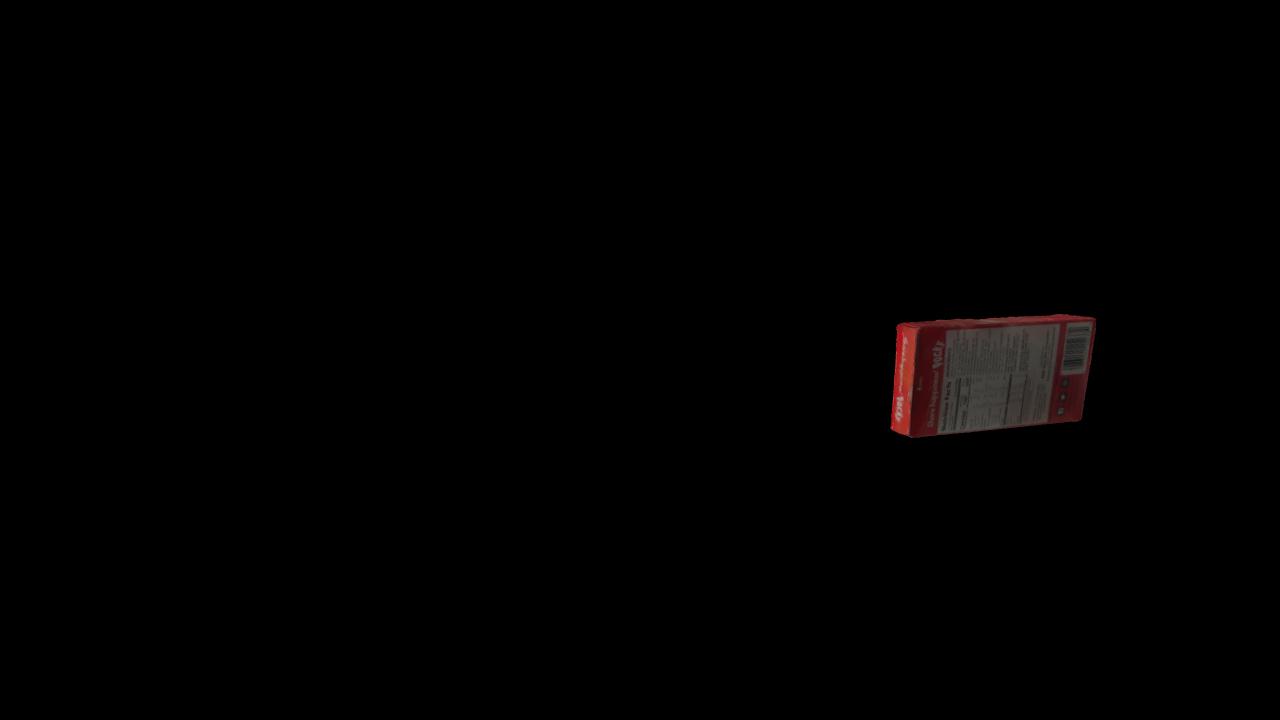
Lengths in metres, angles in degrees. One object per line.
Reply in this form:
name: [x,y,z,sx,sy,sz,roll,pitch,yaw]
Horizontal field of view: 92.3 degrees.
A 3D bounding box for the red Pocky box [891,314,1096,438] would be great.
red Pocky box: [0.261,0.010,0.457,0.155,0.083,0.028,-3,13,-13]
